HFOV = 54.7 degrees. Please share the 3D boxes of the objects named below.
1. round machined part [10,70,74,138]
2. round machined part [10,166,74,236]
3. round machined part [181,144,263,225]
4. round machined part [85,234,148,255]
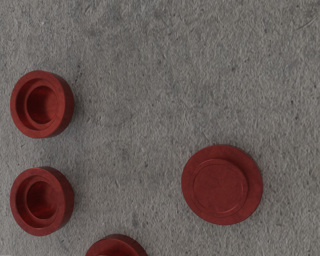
[{"bbox_3d":[-0.168,-0.034,0.459,0.098,0.042,0.097,0,90,20],"label":"round machined part"},{"bbox_3d":[-0.168,0.105,0.459,0.098,0.042,0.097,0,90,20],"label":"round machined part"},{"bbox_3d":[0.073,0.069,0.374,0.098,0.042,0.097,0,90,20],"label":"round machined part"},{"bbox_3d":[-0.064,0.200,0.423,0.098,0.042,0.097,0,90,20],"label":"round machined part"}]
